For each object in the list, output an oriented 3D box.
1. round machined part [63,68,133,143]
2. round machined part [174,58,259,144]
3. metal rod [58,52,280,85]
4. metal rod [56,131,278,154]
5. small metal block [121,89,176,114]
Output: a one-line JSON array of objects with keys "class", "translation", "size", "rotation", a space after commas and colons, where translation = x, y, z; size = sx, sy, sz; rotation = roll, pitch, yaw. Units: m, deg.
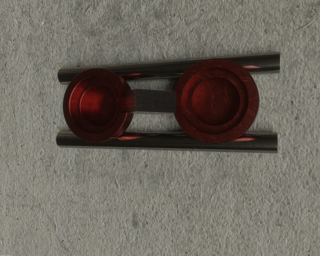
[{"class": "round machined part", "translation": [-0.079, -0.030, 0.424], "size": [0.098, 0.042, 0.097], "rotation": [0, 90, 20]}, {"class": "round machined part", "translation": [0.068, -0.031, 0.371], "size": [0.098, 0.042, 0.097], "rotation": [0, 90, 20]}, {"class": "metal rod", "translation": [-0.002, -0.076, 0.410], "size": [0.301, 0.025, 0.025], "rotation": [0, 90, 19]}, {"class": "metal rod", "translation": [-0.005, 0.017, 0.411], "size": [0.301, 0.025, 0.025], "rotation": [0, 90, 19]}, {"class": "small metal block", "translation": [-0.015, -0.030, 0.374], "size": [0.050, 0.050, 0.025], "rotation": [-1, 89, 63]}]
